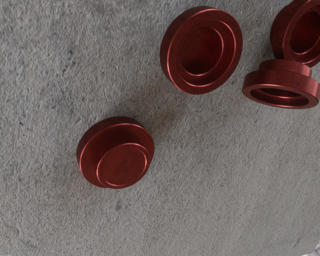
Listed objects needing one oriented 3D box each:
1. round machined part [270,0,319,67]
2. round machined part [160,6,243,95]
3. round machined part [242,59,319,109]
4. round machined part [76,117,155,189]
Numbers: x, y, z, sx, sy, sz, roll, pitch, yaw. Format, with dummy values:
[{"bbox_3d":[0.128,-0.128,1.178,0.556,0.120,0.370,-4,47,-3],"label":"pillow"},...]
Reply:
[{"bbox_3d":[0.190,-0.131,0.418,0.099,0.042,0.097,-14,124,-21],"label":"round machined part"},{"bbox_3d":[0.044,-0.092,0.363,0.099,0.042,0.097,-14,124,-21],"label":"round machined part"},{"bbox_3d":[0.165,-0.061,0.419,0.099,0.098,0.042,20,81,-36],"label":"round machined part"},{"bbox_3d":[-0.051,0.038,0.391,0.099,0.042,0.097,-14,124,-21],"label":"round machined part"}]
